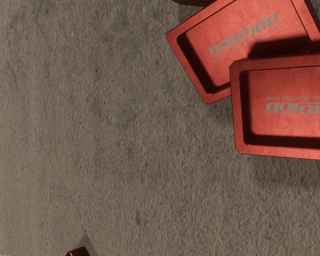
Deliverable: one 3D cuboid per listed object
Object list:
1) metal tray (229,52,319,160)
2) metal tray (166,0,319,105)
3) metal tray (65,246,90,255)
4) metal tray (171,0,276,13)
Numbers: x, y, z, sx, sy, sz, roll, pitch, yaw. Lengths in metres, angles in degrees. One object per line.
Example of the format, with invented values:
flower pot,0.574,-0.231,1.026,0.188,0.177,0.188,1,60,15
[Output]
metal tray,0.130,-0.020,0.269,0.130,0.030,0.089,2,107,33
metal tray,0.082,-0.088,0.307,0.130,0.030,0.090,-23,105,37
metal tray,-0.122,0.273,0.500,0.130,0.030,0.089,48,118,29
metal tray,0.071,-0.182,0.341,0.130,0.030,0.089,23,104,37
